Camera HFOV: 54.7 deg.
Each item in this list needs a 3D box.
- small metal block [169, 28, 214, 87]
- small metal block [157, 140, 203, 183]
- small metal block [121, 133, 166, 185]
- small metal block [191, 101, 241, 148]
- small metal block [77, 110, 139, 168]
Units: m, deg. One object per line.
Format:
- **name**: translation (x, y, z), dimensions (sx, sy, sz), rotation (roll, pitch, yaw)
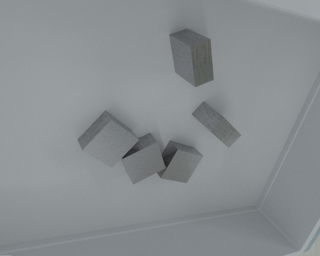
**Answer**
- **small metal block**: translation (0.037, -0.083, 0.363), dimensions (0.025, 0.050, 0.050), rotation (-23, 127, -15)
- **small metal block**: translation (0.027, 0.051, 0.457), dimensions (0.050, 0.025, 0.050), rotation (17, 109, -36)
- **small metal block**: translation (-0.025, 0.042, 0.422), dimensions (0.050, 0.025, 0.050), rotation (-26, 128, -13)
- **small metal block**: translation (0.079, -0.005, 0.435), dimensions (0.025, 0.050, 0.050), rotation (-48, 129, 5)
- **small metal block**: translation (-0.064, 0.015, 0.384), dimensions (0.050, 0.025, 0.050), rotation (-46, 130, 4)
